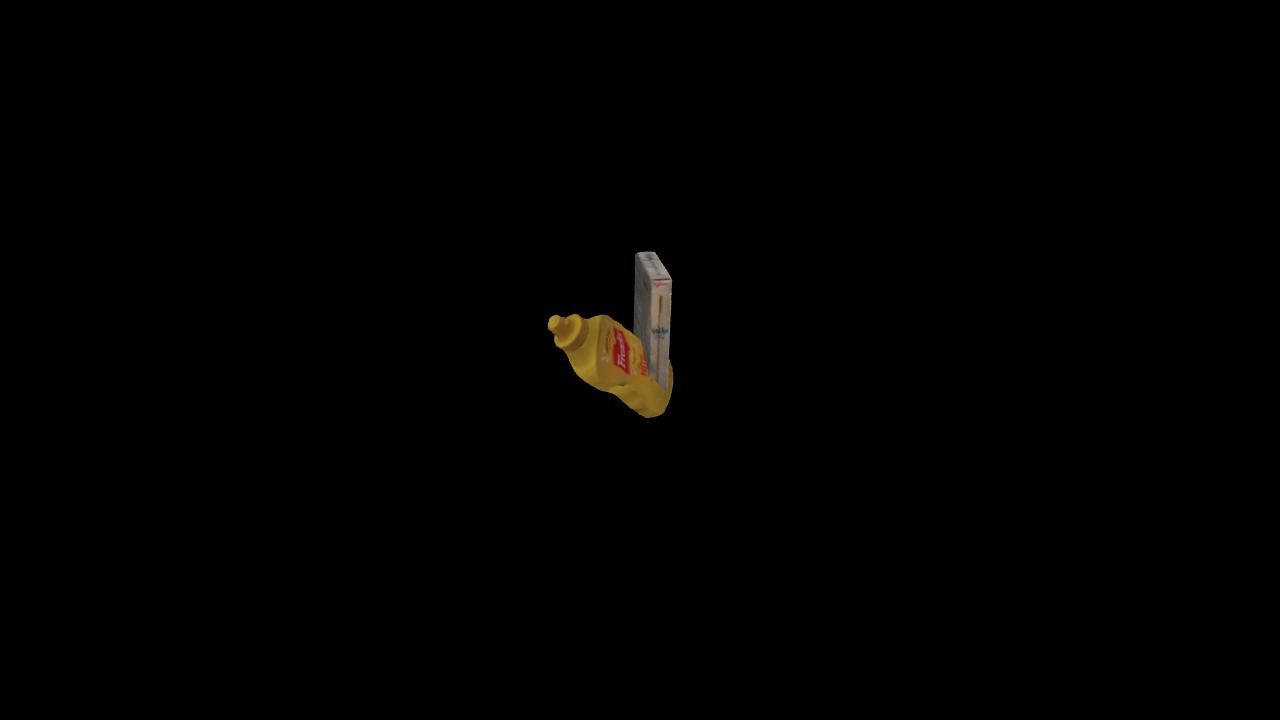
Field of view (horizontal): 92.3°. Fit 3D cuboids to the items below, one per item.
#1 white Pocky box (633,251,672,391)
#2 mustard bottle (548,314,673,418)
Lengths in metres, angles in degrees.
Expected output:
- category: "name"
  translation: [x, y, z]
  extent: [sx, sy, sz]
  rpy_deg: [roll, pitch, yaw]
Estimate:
- category: "white Pocky box"
  translation: [0.013, -0.044, 0.742]
  extent: [0.028, 0.154, 0.084]
  rpy_deg: [-6, 32, -11]
- category: "mustard bottle"
  translation: [-0.036, -0.004, 0.721]
  extent: [0.054, 0.092, 0.184]
  rpy_deg: [-14, -34, 39]
